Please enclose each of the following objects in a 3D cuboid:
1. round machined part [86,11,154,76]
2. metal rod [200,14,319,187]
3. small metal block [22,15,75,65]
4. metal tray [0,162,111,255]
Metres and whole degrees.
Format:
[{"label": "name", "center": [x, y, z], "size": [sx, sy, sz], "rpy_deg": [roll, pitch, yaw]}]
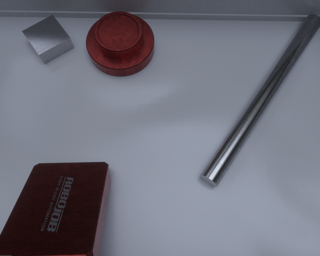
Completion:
[{"label": "round machined part", "center": [-0.058, -0.127, 0.447], "size": [0.099, 0.042, 0.098], "rpy_deg": [0, 70, -1]}, {"label": "metal rod", "center": [0.148, -0.049, 0.429], "size": [0.025, 0.025, 0.300], "rpy_deg": [34, 73, 11]}, {"label": "small metal block", "center": [-0.164, -0.130, 0.455], "size": [0.050, 0.025, 0.050], "rpy_deg": [-34, 74, -12]}, {"label": "metal tray", "center": [-0.107, 0.090, 0.335], "size": [0.091, 0.030, 0.130], "rpy_deg": [-1, 33, -1]}]
